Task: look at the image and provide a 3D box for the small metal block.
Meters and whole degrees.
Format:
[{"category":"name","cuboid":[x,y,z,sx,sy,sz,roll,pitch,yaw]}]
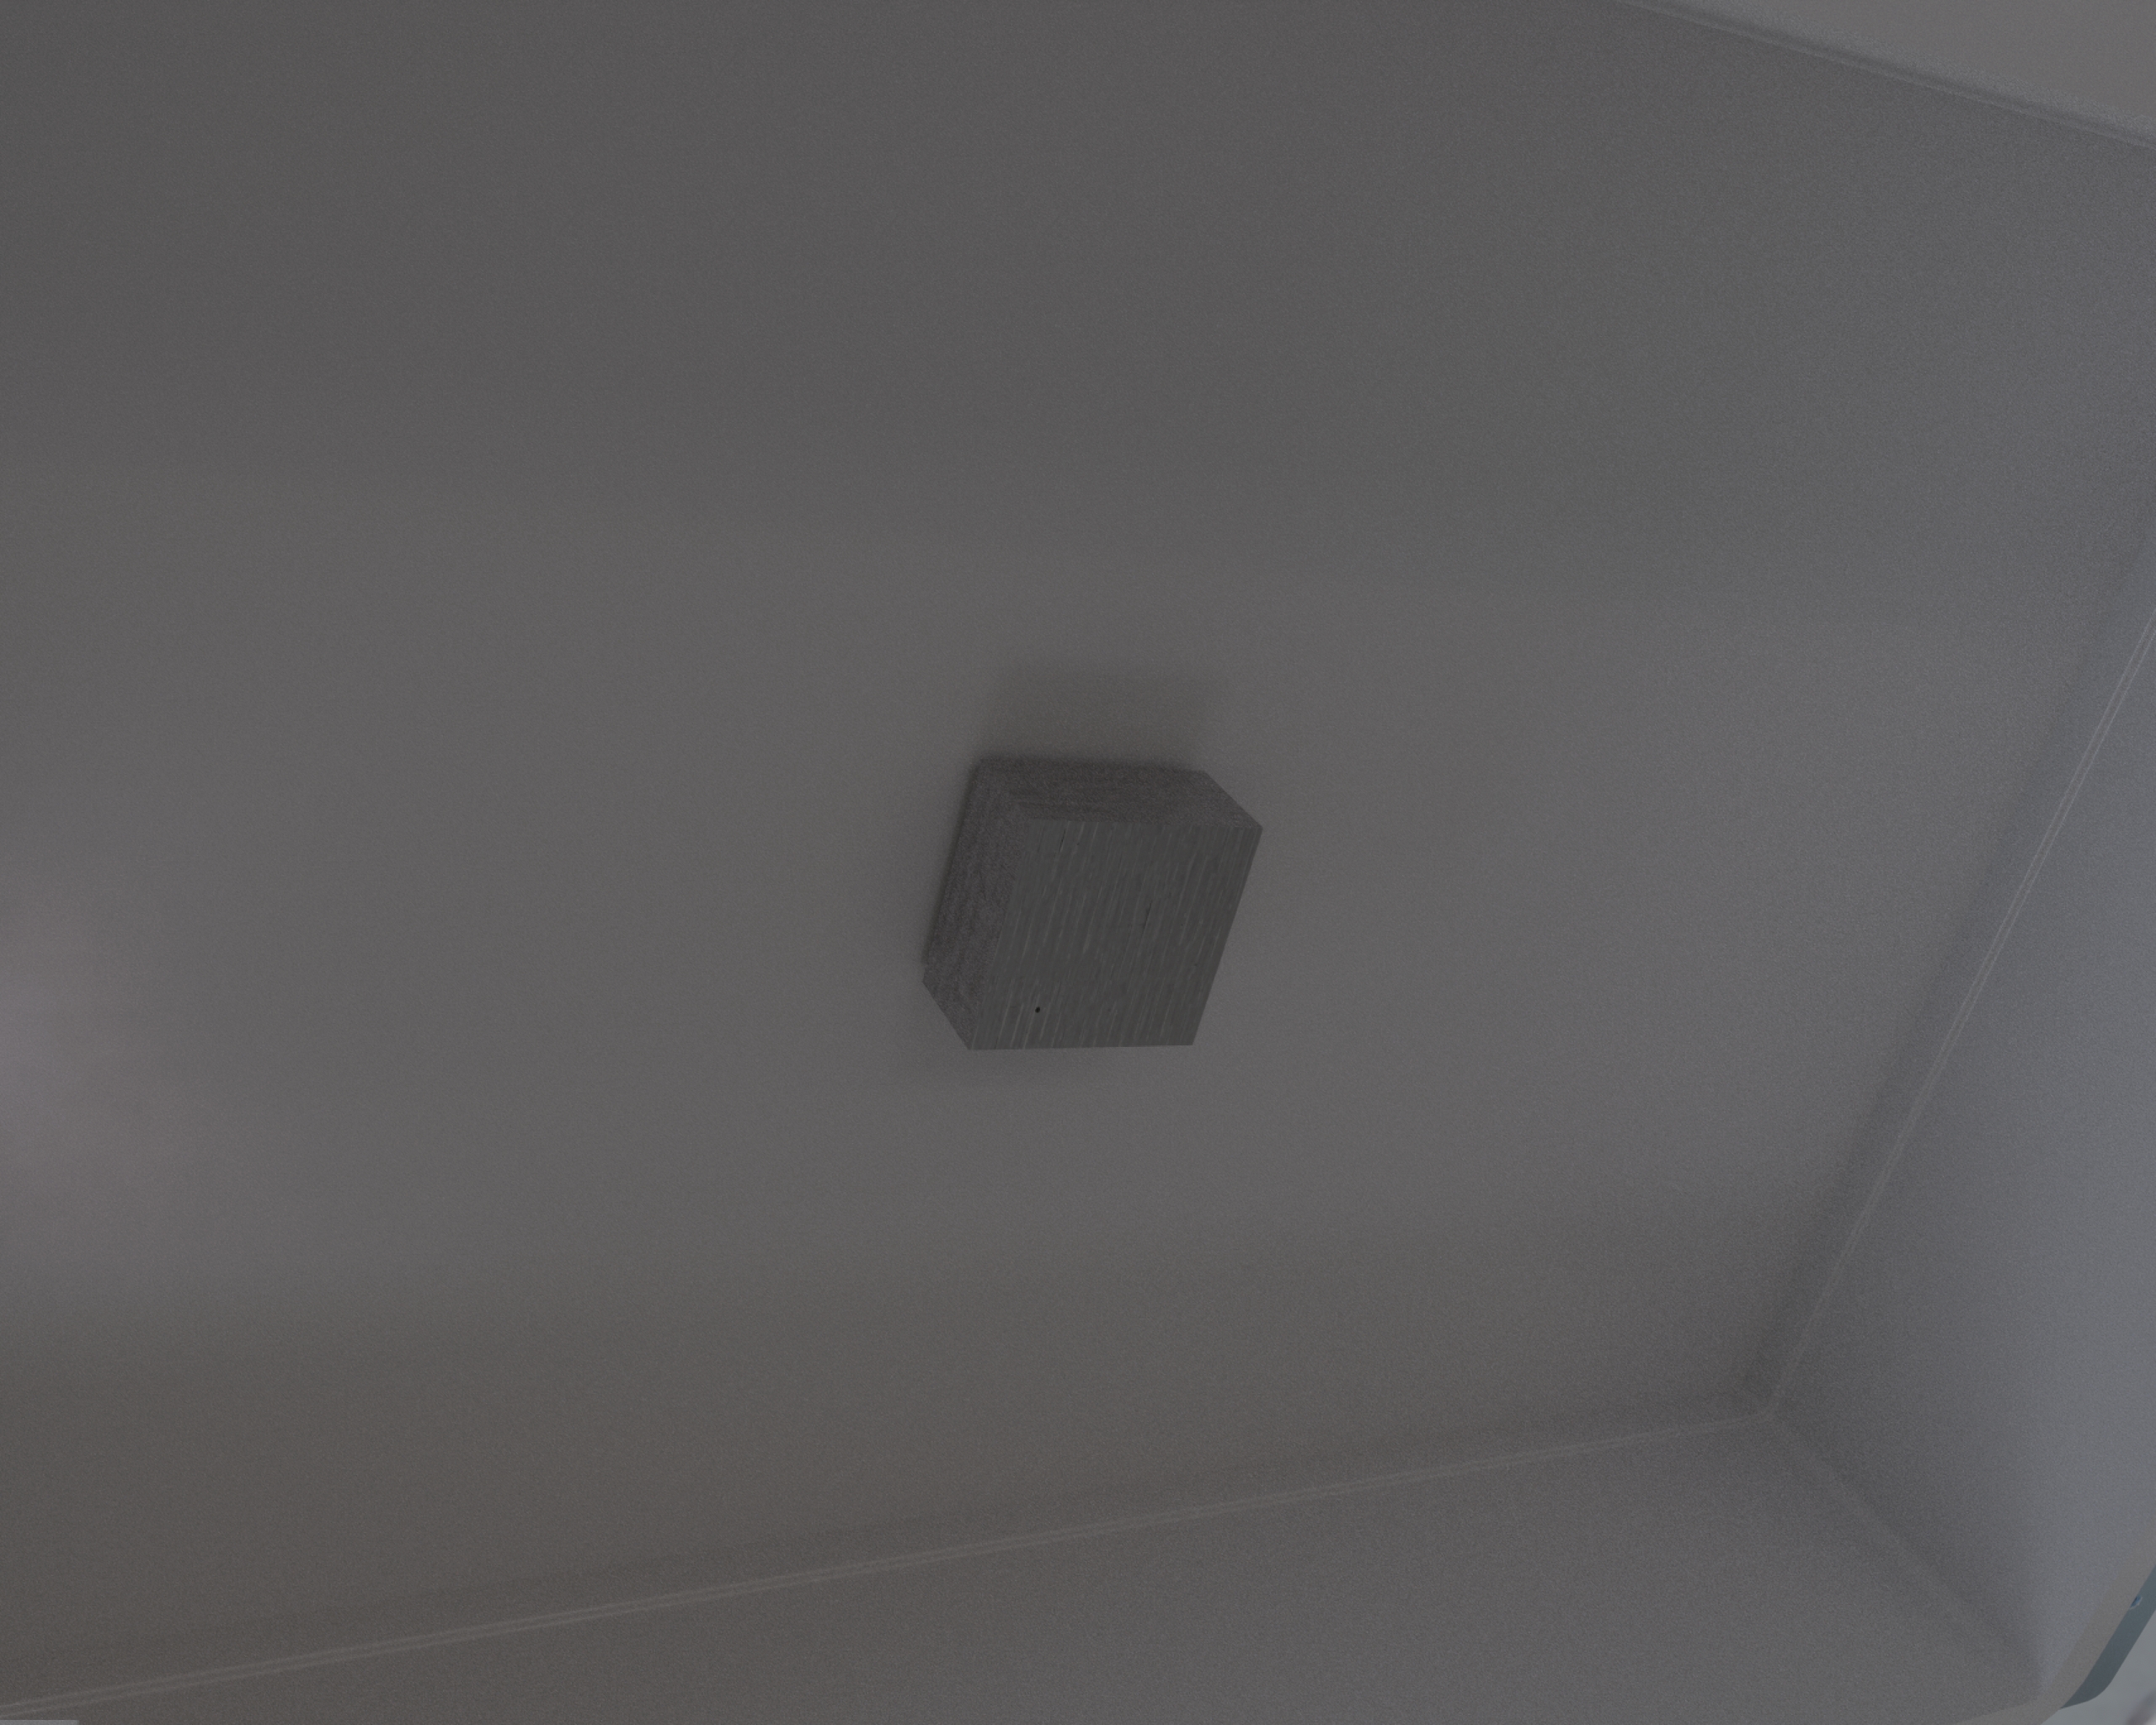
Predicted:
[{"category":"small metal block","cuboid":[0.002,0.009,0.410,0.050,0.025,0.050,2,118,-29]}]
